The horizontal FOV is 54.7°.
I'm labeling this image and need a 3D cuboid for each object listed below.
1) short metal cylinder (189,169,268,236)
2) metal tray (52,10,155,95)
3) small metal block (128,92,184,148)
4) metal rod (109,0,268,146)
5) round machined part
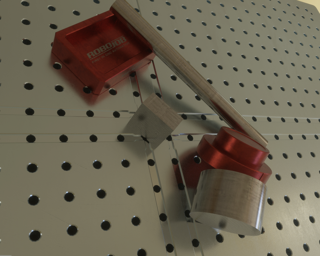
[{"bbox_3d":[0.079,0.087,0.359,0.080,0.080,0.050,25,64,-13],"label":"short metal cylinder"},{"bbox_3d":[-0.071,-0.114,0.436,0.090,0.030,0.131,45,51,3],"label":"metal tray"},{"bbox_3d":[-0.006,-0.009,0.396,0.050,0.050,0.025,42,51,0],"label":"small metal block"},{"bbox_3d":[0.048,-0.072,0.452,0.300,0.025,0.025,42,50,-10],"label":"metal rod"},{"bbox_3d":[0.101,0.032,0.401,0.098,0.042,0.098,25,14,-6],"label":"round machined part"}]
